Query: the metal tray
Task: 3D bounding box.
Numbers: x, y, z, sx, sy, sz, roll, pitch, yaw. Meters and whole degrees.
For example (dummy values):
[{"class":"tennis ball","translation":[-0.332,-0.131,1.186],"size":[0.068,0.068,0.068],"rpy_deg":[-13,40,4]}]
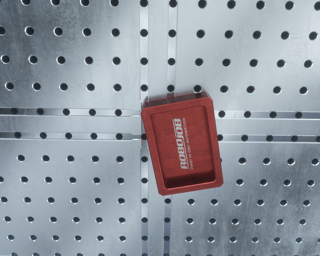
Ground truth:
[{"class":"metal tray","translation":[0.032,0.023,0.419],"size":[0.090,0.030,0.129],"rpy_deg":[-10,110,3]}]
